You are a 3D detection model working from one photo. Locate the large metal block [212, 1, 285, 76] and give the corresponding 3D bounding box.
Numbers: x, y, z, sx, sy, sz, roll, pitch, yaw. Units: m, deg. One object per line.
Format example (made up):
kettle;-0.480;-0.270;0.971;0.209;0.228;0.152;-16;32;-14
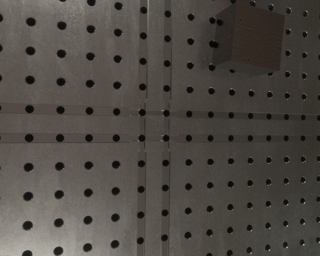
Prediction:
large metal block;0.127;-0.125;0.448;0.081;0.050;0.080;7;88;-20
